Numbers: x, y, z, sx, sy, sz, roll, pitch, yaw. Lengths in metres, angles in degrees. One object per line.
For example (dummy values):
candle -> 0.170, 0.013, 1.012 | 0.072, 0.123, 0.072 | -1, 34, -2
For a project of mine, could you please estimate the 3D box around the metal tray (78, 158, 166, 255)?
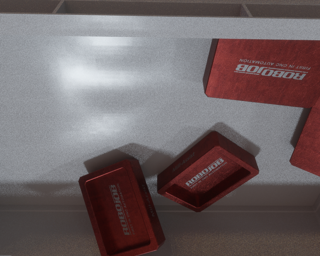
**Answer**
metal tray -> -0.057, 0.119, 0.450 | 0.090, 0.129, 0.030 | -23, 170, 17

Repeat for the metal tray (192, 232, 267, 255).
metal tray -> 0.143, 0.268, 0.639 | 0.130, 0.030, 0.090 | -32, 124, 24

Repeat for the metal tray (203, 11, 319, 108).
metal tray -> 0.121, -0.072, 0.343 | 0.131, 0.030, 0.089 | 6, 130, -3

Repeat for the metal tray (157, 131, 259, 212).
metal tray -> 0.069, 0.071, 0.467 | 0.090, 0.030, 0.129 | 32, 123, -25

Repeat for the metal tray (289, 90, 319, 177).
metal tray -> 0.229, 0.011, 0.388 | 0.090, 0.030, 0.129 | 24, 135, 24
